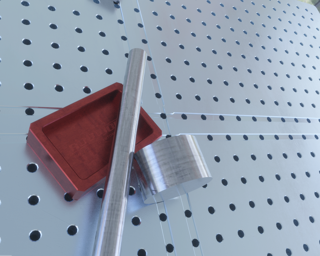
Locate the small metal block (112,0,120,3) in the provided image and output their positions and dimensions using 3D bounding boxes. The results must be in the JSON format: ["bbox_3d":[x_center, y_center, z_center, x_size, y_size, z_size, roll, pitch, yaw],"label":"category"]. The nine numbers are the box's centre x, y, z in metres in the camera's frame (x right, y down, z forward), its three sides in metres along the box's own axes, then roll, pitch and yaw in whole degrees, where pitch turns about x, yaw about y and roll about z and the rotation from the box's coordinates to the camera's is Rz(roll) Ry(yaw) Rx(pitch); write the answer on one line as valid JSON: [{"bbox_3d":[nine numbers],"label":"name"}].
[{"bbox_3d":[-0.081,-0.243,0.514,0.050,0.025,0.050,27,52,-12],"label":"small metal block"}]

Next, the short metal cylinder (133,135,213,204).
[{"bbox_3d":[0.013,0.048,0.352,0.081,0.080,0.050,-7,65,-32],"label":"short metal cylinder"}]

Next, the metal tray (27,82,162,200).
[{"bbox_3d":[-0.071,0.009,0.361,0.131,0.030,0.090,-35,82,-39],"label":"metal tray"}]

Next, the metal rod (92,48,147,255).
[{"bbox_3d":[-0.040,0.028,0.331,0.025,0.025,0.300,18,55,-19],"label":"metal rod"}]
